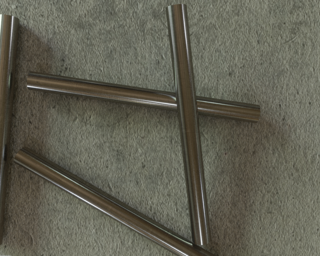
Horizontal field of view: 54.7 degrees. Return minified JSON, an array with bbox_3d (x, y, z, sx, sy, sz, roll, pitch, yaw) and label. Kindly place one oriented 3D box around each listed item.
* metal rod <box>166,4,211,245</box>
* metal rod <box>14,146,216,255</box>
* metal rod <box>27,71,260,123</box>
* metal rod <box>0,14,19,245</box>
[{"bbox_3d":[0.037,0.003,0.389,0.025,0.025,0.298,-7,99,0],"label":"metal rod"},{"bbox_3d":[-0.054,0.110,0.409,0.301,0.025,0.025,30,90,-1],"label":"metal rod"},{"bbox_3d":[-0.020,-0.040,0.409,0.302,0.025,0.025,8,90,-1],"label":"metal rod"},{"bbox_3d":[-0.210,0.004,0.407,0.025,0.025,0.298,4,90,-1],"label":"metal rod"}]
